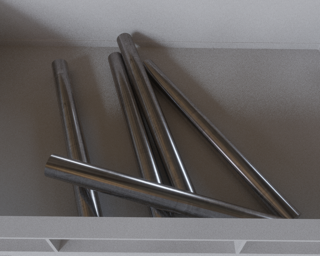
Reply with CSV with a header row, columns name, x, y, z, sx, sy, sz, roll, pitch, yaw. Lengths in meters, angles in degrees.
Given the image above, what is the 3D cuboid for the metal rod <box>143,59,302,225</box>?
name,x,y,z,sx,sy,sz,roll,pitch,yaw
metal rod,0.059,0.000,0.405,0.025,0.025,0.300,-26,55,-20

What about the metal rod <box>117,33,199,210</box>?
name,x,y,z,sx,sy,sz,roll,pitch,yaw
metal rod,-0.013,-0.029,0.418,0.025,0.025,0.299,-14,55,-12

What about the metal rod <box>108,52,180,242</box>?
name,x,y,z,sx,sy,sz,roll,pitch,yaw
metal rod,-0.031,-0.001,0.405,0.025,0.025,0.300,-12,51,-10

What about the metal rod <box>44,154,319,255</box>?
name,x,y,z,sx,sy,sz,roll,pitch,yaw
metal rod,0.032,0.078,0.310,0.302,0.025,0.025,15,51,4

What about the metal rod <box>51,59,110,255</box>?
name,x,y,z,sx,sy,sz,roll,pitch,yaw
metal rod,-0.109,0.011,0.394,0.025,0.025,0.299,-14,52,-12
